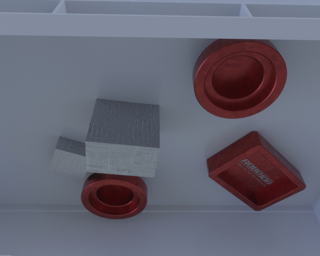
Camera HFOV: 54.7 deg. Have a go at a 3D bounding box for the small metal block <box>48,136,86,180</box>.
[{"bbox_3d":[-0.127,0.044,0.445,0.050,0.025,0.050,18,128,-15],"label":"small metal block"}]

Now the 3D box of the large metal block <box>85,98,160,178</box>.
[{"bbox_3d":[-0.044,0.011,0.382,0.081,0.080,0.050,6,130,-6],"label":"large metal block"}]

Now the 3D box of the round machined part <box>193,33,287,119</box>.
[{"bbox_3d":[0.086,-0.061,0.347,0.099,0.042,0.097,-1,130,0],"label":"round machined part"}]

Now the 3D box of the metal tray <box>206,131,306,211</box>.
[{"bbox_3d":[0.145,0.070,0.467,0.090,0.030,0.130,-37,122,27],"label":"metal tray"}]

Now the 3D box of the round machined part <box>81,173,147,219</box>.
[{"bbox_3d":[-0.068,0.095,0.478,0.099,0.042,0.097,-1,130,0],"label":"round machined part"}]
